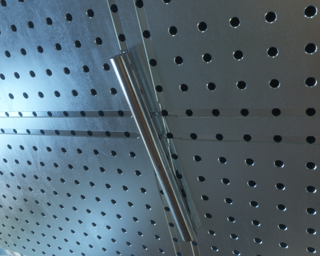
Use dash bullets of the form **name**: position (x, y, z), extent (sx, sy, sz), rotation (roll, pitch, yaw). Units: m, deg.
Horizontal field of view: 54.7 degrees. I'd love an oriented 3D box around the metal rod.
- **metal rod**: position (-0.002, 0.041, 0.435), extent (0.025, 0.025, 0.298), rotation (-7, 115, 31)
